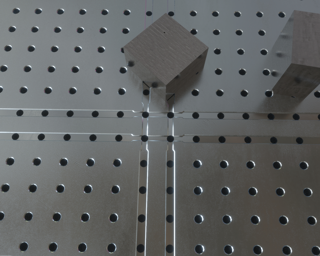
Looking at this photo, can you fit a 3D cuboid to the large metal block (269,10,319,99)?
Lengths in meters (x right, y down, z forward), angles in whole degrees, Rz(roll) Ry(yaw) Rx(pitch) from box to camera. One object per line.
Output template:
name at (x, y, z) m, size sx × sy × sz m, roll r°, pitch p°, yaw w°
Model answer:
large metal block at (0.189, -0.096, 0.419) m, size 0.050 × 0.080 × 0.080 m, roll 10°, pitch 70°, yaw 4°

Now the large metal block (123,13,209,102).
large metal block at (0.008, -0.099, 0.435) m, size 0.080 × 0.050 × 0.080 m, roll -43°, pitch 76°, yaw -14°
